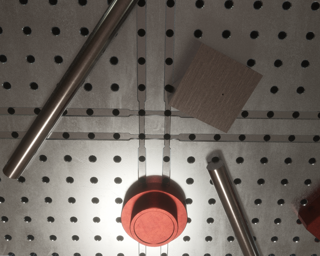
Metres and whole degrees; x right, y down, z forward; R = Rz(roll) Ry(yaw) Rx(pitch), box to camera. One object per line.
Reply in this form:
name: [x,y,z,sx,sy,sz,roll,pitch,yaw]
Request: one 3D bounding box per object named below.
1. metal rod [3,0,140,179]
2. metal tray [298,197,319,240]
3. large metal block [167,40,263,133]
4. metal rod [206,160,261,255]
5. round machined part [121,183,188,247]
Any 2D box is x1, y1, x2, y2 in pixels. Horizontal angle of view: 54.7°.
metal rod: [-0.117,-0.050,0.393,0.025,0.025,0.299,35,106,-12]
metal tray: [0.290,0.149,0.470,0.130,0.030,0.090,39,105,-14]
large metal block: [0.064,-0.052,0.382,0.080,0.050,0.080,25,108,-10]
metal rod: [0.136,0.180,0.481,0.025,0.025,0.299,-22,109,7]
round machined part: [-0.009,0.133,0.453,0.099,0.042,0.097,0,110,-1]
